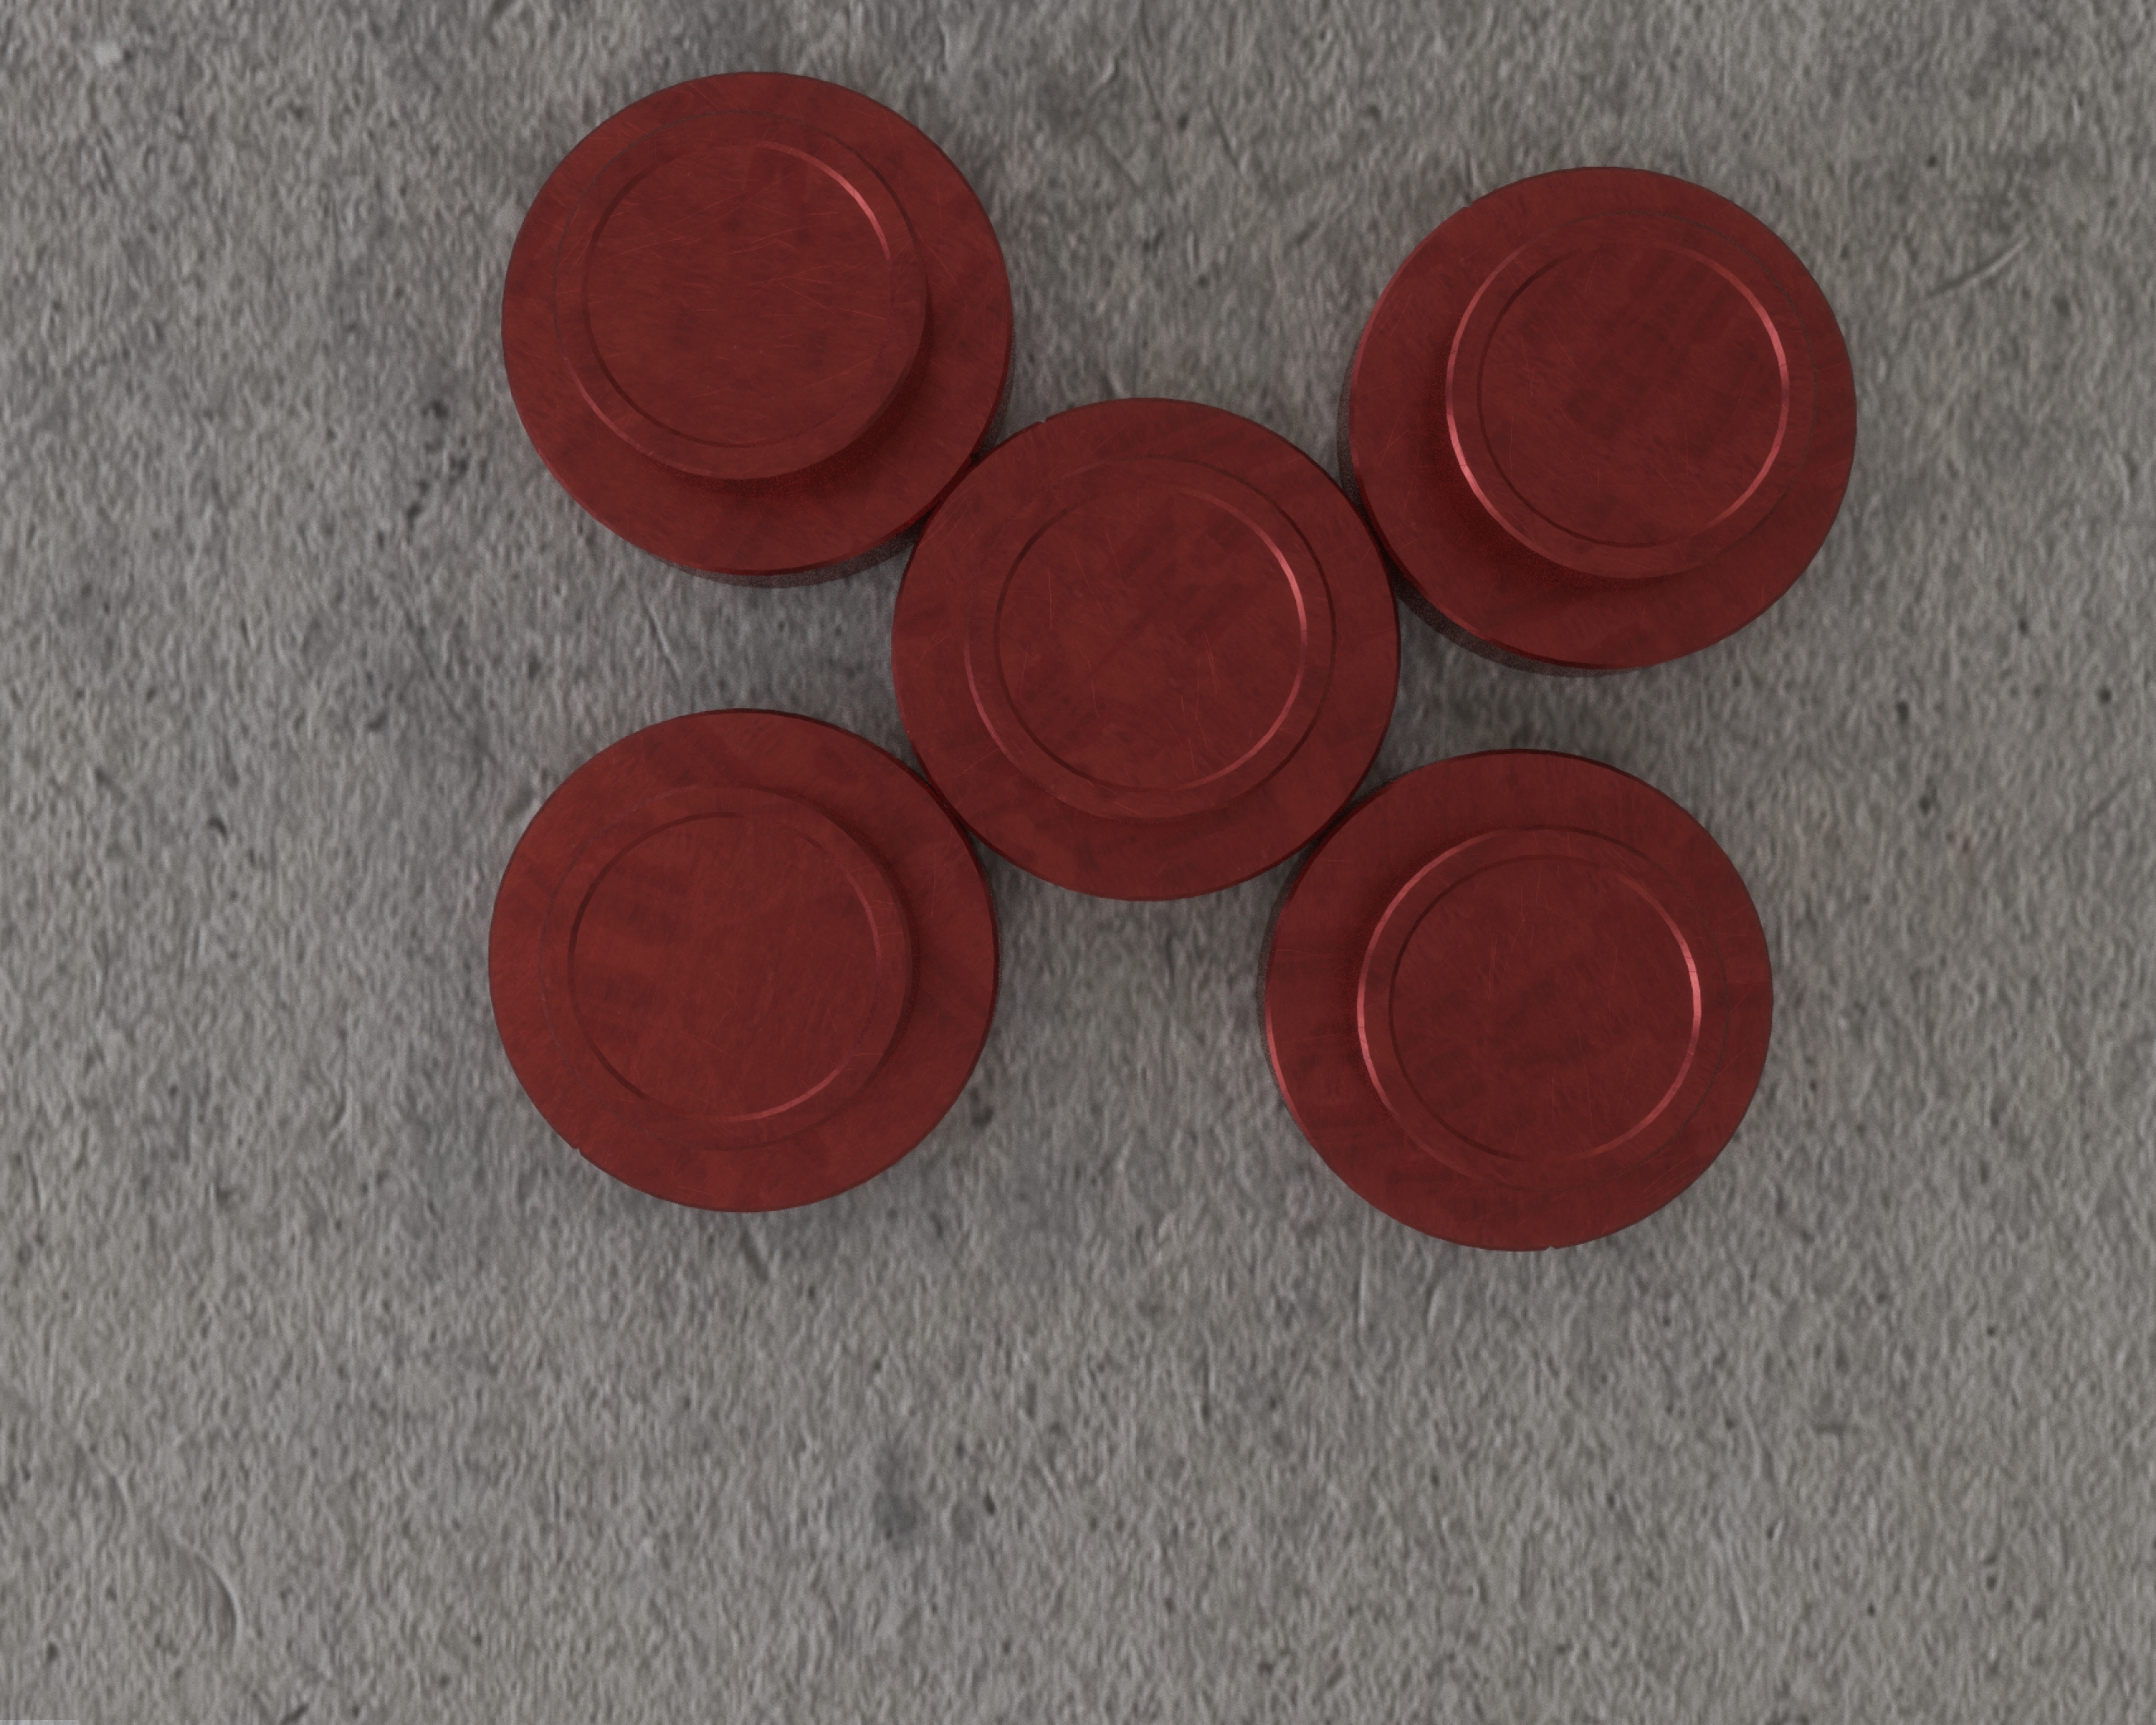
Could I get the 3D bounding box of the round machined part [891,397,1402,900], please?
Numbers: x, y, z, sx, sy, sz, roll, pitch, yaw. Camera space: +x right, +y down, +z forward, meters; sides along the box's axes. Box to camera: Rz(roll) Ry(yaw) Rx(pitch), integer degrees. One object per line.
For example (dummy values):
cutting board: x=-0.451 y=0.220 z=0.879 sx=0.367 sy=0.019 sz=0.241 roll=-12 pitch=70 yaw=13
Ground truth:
round machined part: x=0.013 y=-0.041 z=0.401 sx=0.099 sy=0.042 sz=0.097 roll=0 pitch=90 yaw=0

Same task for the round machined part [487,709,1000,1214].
round machined part: x=-0.064 y=0.019 z=0.401 sx=0.099 sy=0.042 sz=0.097 roll=0 pitch=90 yaw=0

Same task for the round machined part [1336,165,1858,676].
round machined part: x=0.102 y=-0.086 z=0.402 sx=0.099 sy=0.042 sz=0.097 roll=0 pitch=90 yaw=0

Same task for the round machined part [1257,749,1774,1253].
round machined part: x=0.085 y=0.027 z=0.402 sx=0.099 sy=0.042 sz=0.097 roll=0 pitch=90 yaw=0

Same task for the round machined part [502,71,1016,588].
round machined part: x=-0.062 y=-0.104 z=0.401 sx=0.099 sy=0.042 sz=0.097 roll=0 pitch=90 yaw=0
